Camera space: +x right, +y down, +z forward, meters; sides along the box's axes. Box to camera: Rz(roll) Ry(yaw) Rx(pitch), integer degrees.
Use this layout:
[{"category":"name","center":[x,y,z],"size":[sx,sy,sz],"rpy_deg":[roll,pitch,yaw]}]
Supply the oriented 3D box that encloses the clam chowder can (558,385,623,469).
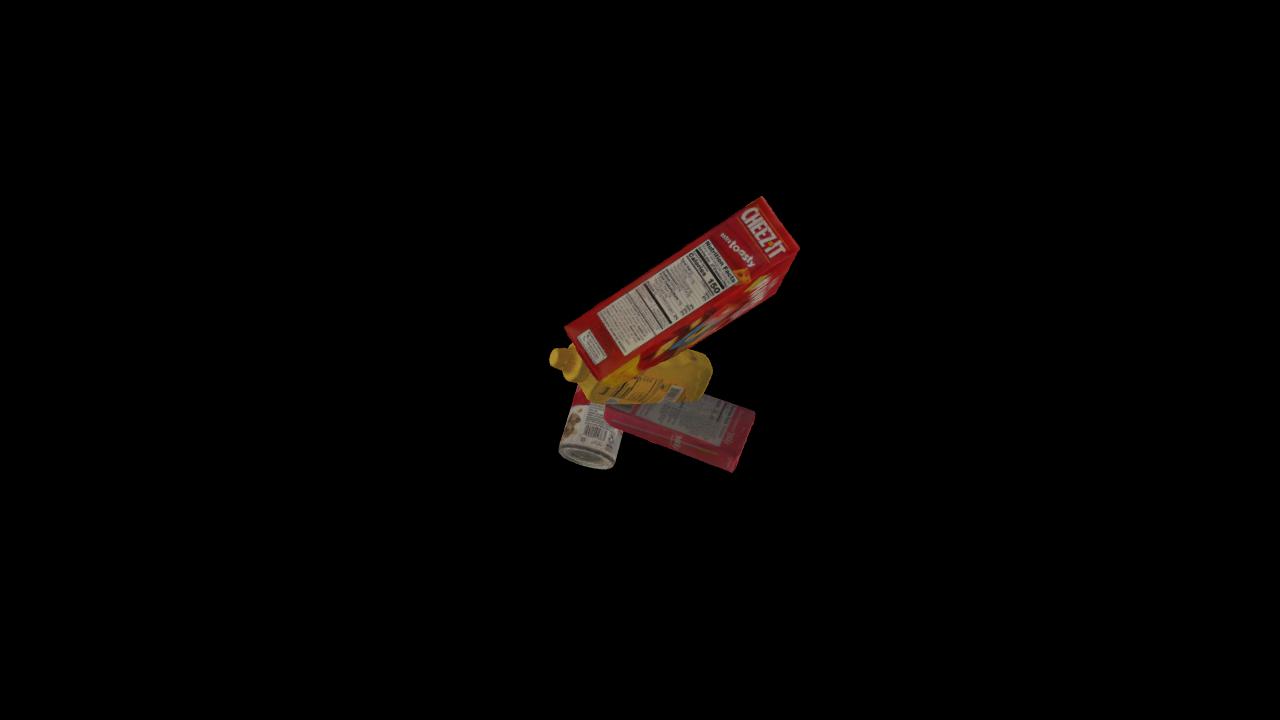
[{"category":"clam chowder can","center":[-0.049,0.067,0.708],"size":[0.068,0.102,0.068],"rpy_deg":[11,-26,6]}]

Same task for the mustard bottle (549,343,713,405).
[{"category":"mustard bottle","center":[-0.014,0.014,0.664],"size":[0.184,0.054,0.092],"rpy_deg":[13,-46,-35]}]

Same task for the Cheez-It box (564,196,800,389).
[{"category":"Cheez-It box","center":[0.044,-0.055,0.633],"size":[0.223,0.071,0.166],"rpy_deg":[-33,-8,1]}]

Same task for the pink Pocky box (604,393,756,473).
[{"category":"pink Pocky box","center":[0.045,0.065,0.687],"size":[0.155,0.029,0.084],"rpy_deg":[19,36,13]}]
